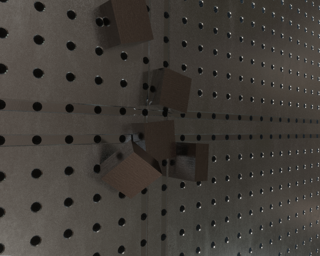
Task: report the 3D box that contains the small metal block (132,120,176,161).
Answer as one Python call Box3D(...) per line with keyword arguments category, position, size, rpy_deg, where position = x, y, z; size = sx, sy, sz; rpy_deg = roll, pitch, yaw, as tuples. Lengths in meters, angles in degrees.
Box3D(category="small metal block", position=(-0.007, 0.016, 0.405), size=(0.050, 0.025, 0.050), rpy_deg=(-7, 95, -40))

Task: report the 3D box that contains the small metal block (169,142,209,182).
Box3D(category="small metal block", position=(0.039, 0.045, 0.428), size=(0.025, 0.050, 0.050), rpy_deg=(4, 88, -40))

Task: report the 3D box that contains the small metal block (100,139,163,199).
Box3D(category="small metal block", position=(-0.034, 0.049, 0.365), size=(0.050, 0.025, 0.050), rpy_deg=(-39, 123, 12))

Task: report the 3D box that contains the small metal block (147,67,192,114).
Box3D(category="small metal block", position=(0.014, -0.049, 0.423), size=(0.050, 0.025, 0.050), rpy_deg=(15, 81, -39))

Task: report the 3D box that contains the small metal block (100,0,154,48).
Box3D(category="small metal block", position=(-0.040, -0.128, 0.377), size=(0.050, 0.025, 0.050), rpy_deg=(-21, 104, -38))
